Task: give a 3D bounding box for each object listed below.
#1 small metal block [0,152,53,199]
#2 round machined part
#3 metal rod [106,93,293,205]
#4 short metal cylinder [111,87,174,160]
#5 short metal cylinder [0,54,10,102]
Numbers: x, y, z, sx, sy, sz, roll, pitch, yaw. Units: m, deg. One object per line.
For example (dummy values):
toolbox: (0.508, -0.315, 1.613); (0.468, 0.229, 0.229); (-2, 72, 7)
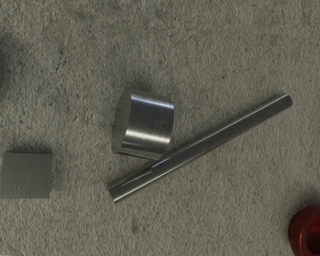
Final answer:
small metal block: (-0.151, 0.053, 0.353); (0.050, 0.025, 0.050); (4, 89, -20)
round machined part: (0.245, 0.168, 0.491); (0.099, 0.042, 0.097); (0, 90, -20)
metal rod: (0.067, 0.021, 0.433); (0.302, 0.025, 0.025); (-26, 99, -18)
short metal cylinder: (-0.023, -0.004, 0.371); (0.050, 0.080, 0.080); (12, 86, -20)
short metal cylinder: (-0.202, -0.056, 0.321); (0.081, 0.050, 0.079); (0, 90, -20)
